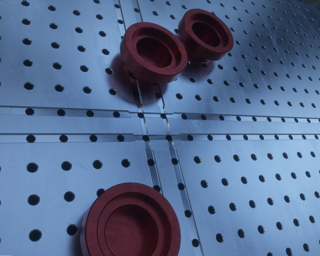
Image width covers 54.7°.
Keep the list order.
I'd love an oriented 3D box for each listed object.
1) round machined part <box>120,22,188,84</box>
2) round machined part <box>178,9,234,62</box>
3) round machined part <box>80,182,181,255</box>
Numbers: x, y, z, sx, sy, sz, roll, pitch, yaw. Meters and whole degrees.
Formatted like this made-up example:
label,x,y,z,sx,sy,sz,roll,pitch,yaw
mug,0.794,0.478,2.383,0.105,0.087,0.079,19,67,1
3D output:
label,x,y,z,sx,sy,sz,roll,pitch,yaw
round machined part,-0.012,-0.105,0.456,0.099,0.042,0.098,14,56,-21
round machined part,0.074,-0.154,0.533,0.099,0.042,0.098,14,56,-21
round machined part,-0.032,0.109,0.315,0.099,0.042,0.098,14,56,-21
